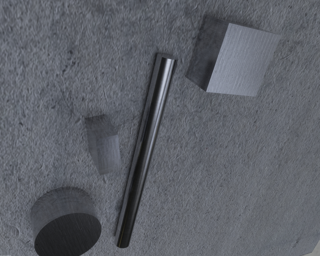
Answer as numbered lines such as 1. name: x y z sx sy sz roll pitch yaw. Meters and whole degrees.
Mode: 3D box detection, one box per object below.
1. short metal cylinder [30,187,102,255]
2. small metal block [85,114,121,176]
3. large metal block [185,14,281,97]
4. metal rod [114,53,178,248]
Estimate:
1. short metal cylinder: -0.122 0.123 0.401 0.081 0.050 0.079 -14 124 -21
2. small metal block: -0.068 0.019 0.366 0.025 0.050 0.050 -13 124 -21
3. large metal block: 0.088 -0.088 0.385 0.081 0.050 0.079 1 118 -29
4. metal rod: -0.025 0.047 0.422 0.025 0.025 0.298 0 118 -29
